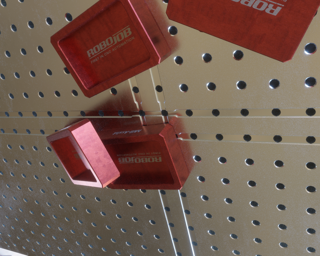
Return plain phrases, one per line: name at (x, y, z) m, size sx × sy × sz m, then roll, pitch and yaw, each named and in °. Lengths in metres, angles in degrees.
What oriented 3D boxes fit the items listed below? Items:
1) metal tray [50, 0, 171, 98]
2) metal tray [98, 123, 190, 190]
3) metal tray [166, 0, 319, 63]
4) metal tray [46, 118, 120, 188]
metal tray at (-0.063, -0.100, 0.377) m, size 0.130 × 0.030 × 0.090 m, roll -19°, pitch 109°, yaw 35°
metal tray at (-0.032, 0.045, 0.450) m, size 0.130 × 0.030 × 0.090 m, roll -6°, pitch 116°, yaw 30°
metal tray at (0.078, -0.127, 0.287) m, size 0.130 × 0.030 × 0.089 m, roll 25°, pitch 127°, yaw 12°
metal tray at (-0.117, 0.040, 0.456) m, size 0.130 × 0.030 × 0.090 m, roll -12°, pitch 109°, yaw 57°
